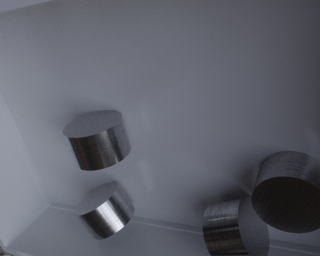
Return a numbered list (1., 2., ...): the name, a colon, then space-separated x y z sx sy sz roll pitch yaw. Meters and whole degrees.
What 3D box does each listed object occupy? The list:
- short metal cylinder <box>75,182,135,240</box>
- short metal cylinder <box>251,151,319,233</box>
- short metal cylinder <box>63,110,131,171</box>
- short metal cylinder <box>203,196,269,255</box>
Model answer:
1. short metal cylinder: -0.088 0.131 0.499 0.080 0.080 0.050 -20 108 35
2. short metal cylinder: 0.151 0.073 0.358 0.080 0.050 0.079 13 124 20
3. short metal cylinder: -0.085 0.015 0.425 0.080 0.080 0.050 1 119 27
4. short metal cylinder: 0.100 0.134 0.403 0.050 0.080 0.080 -23 106 36
